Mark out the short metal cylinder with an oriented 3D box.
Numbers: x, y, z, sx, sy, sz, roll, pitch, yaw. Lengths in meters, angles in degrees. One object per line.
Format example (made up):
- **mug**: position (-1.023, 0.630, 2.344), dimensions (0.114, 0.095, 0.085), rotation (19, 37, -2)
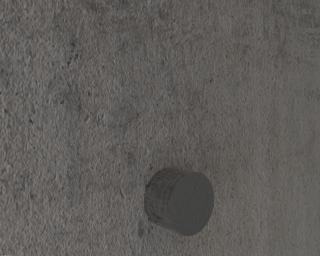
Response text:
- **short metal cylinder**: position (0.026, 0.095, 0.409), dimensions (0.081, 0.050, 0.080), rotation (0, 90, -40)
